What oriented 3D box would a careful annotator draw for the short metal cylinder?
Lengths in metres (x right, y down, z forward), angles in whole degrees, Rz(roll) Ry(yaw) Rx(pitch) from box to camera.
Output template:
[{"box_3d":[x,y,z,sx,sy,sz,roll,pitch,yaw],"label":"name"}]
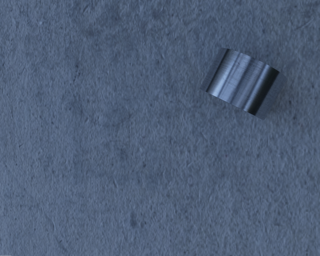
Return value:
[{"box_3d":[0.092,-0.049,0.347,0.080,0.080,0.050,29,100,17],"label":"short metal cylinder"}]
